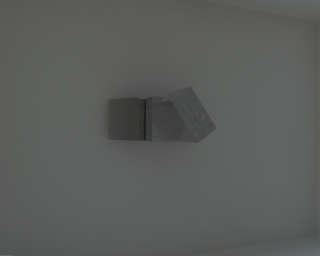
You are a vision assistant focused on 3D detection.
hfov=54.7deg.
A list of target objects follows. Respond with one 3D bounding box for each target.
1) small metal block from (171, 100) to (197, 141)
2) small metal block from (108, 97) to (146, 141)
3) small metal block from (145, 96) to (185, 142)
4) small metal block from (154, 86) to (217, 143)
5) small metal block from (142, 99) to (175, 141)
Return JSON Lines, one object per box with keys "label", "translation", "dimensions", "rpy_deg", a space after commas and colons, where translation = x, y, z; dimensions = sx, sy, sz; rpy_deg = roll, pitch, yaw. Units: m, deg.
{"label": "small metal block", "translation": [0.032, -0.009, 0.405], "dimensions": [0.025, 0.050, 0.050], "rpy_deg": [1, 90, 14]}
{"label": "small metal block", "translation": [-0.036, -0.010, 0.379], "dimensions": [0.025, 0.050, 0.050], "rpy_deg": [1, 90, -54]}
{"label": "small metal block", "translation": [0.011, -0.009, 0.359], "dimensions": [0.050, 0.025, 0.050], "rpy_deg": [1, 90, -20]}
{"label": "small metal block", "translation": [0.025, -0.013, 0.324], "dimensions": [0.025, 0.050, 0.050], "rpy_deg": [-37, 102, -16]}
{"label": "small metal block", "translation": [-0.003, -0.009, 0.394], "dimensions": [0.025, 0.050, 0.050], "rpy_deg": [1, 90, -20]}
